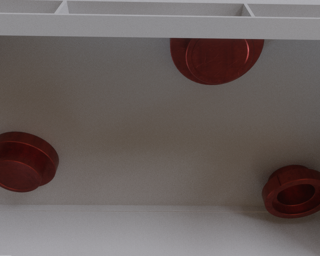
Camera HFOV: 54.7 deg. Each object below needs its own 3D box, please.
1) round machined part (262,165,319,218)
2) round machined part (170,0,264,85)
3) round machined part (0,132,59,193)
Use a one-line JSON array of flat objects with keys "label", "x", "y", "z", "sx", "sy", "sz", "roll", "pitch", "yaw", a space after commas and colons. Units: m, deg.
[{"label": "round machined part", "x": 0.208, "y": 0.095, "z": 0.480, "sx": 0.099, "sy": 0.042, "sz": 0.097, "roll": 0, "pitch": 130, "yaw": 0}, {"label": "round machined part", "x": 0.060, "y": -0.086, "z": 0.325, "sx": 0.099, "sy": 0.042, "sz": 0.097, "roll": 0, "pitch": 130, "yaw": 0}, {"label": "round machined part", "x": -0.200, "y": 0.055, "z": 0.443, "sx": 0.099, "sy": 0.042, "sz": 0.097, "roll": 0, "pitch": 130, "yaw": 0}]
